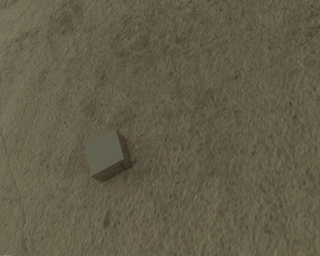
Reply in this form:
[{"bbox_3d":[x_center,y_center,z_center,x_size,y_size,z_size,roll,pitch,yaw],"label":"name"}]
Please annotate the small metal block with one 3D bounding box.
[{"bbox_3d":[-0.069,0.037,0.415,0.050,0.025,0.050,-28,52,10],"label":"small metal block"}]
